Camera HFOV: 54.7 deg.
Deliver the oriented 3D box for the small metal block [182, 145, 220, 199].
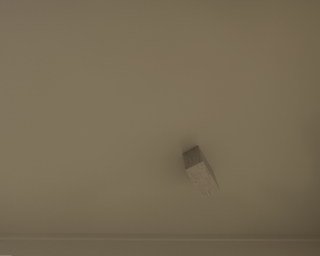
[{"bbox_3d":[0.055,0.059,0.421,0.025,0.050,0.050,-28,108,10],"label":"small metal block"}]
